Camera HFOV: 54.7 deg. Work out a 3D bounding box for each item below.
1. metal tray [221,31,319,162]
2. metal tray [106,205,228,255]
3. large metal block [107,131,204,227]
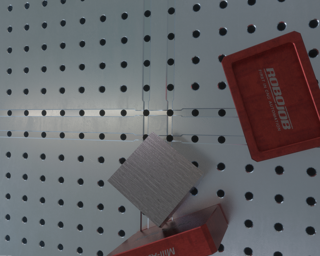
[{"bbox_3d":[0.135,-0.034,0.362,0.090,0.030,0.129,-18,84,19],"label":"metal tray"},{"bbox_3d":[0.011,0.137,0.374,0.130,0.090,0.030,-25,82,18],"label":"metal tray"},{"bbox_3d":[-0.003,0.065,0.385,0.080,0.050,0.080,39,78,16],"label":"large metal block"}]
